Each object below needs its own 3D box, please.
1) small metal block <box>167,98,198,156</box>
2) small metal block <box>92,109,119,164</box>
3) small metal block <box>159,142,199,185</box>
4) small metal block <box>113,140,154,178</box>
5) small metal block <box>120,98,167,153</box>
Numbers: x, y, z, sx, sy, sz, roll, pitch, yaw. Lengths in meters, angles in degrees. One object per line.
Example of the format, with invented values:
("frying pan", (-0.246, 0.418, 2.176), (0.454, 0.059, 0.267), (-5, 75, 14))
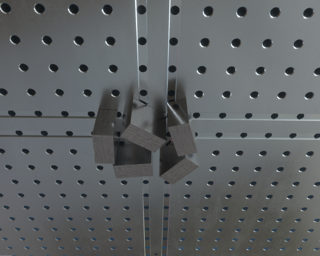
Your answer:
("small metal block", (0.028, -0.001, 0.394), (0.025, 0.050, 0.050), (-13, 128, 10))
("small metal block", (-0.070, 0.011, 0.404), (0.025, 0.050, 0.050), (3, 131, -2))
("small metal block", (0.026, 0.042, 0.430), (0.025, 0.050, 0.050), (35, 122, -25))
("small metal block", (-0.035, 0.041, 0.429), (0.050, 0.050, 0.025), (-4, 130, 3))
("small metal block", (-0.020, -0.004, 0.392), (0.050, 0.050, 0.025), (27, 126, -21))
